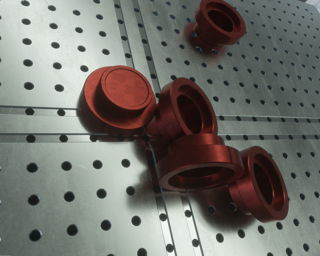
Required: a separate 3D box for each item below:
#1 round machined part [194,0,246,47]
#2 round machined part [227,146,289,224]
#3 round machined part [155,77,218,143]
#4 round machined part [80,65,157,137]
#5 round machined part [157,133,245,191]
[{"bbox_3d":[0.106,-0.191,0.573,0.099,0.042,0.098,14,56,-21],"label":"round machined part"},{"bbox_3d":[0.125,0.076,0.407,0.098,0.042,0.098,29,47,-37],"label":"round machined part"},{"bbox_3d":[0.031,-0.014,0.411,0.098,0.042,0.098,28,49,-39],"label":"round machined part"},{"bbox_3d":[-0.049,-0.041,0.397,0.099,0.042,0.098,14,56,-21],"label":"round machined part"},{"bbox_3d":[0.045,0.039,0.363,0.099,0.097,0.042,8,59,-25],"label":"round machined part"}]
